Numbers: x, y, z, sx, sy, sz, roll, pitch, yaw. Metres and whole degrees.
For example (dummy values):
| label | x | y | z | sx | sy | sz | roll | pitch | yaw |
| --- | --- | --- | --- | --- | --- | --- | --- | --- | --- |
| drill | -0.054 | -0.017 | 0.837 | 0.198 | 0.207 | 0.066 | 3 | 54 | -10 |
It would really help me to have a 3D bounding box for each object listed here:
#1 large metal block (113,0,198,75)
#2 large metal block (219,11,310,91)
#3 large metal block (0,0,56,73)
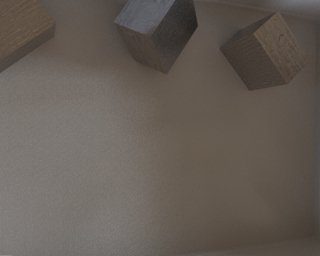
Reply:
| label | x | y | z | sx | sy | sz | roll | pitch | yaw |
| --- | --- | --- | --- | --- | --- | --- | --- | --- | --- |
| large metal block | 0.000 | -0.125 | 0.374 | 0.050 | 0.080 | 0.080 | 28 | 79 | 21 |
| large metal block | 0.144 | -0.103 | 0.434 | 0.050 | 0.080 | 0.080 | -43 | 104 | -15 |
| large metal block | -0.173 | -0.117 | 0.333 | 0.080 | 0.050 | 0.080 | -42 | 103 | -15 |
